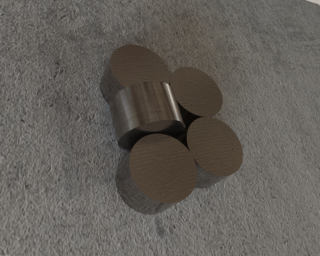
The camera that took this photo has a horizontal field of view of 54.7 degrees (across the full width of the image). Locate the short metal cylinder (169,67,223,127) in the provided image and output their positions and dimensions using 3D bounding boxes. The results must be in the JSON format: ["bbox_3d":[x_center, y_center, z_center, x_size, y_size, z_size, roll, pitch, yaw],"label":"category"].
[{"bbox_3d":[0.039,-0.038,0.433,0.081,0.050,0.080,13,57,-21],"label":"short metal cylinder"}]

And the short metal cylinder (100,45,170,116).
[{"bbox_3d":[-0.034,-0.062,0.409,0.081,0.050,0.080,13,57,-20],"label":"short metal cylinder"}]

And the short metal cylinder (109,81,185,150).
[{"bbox_3d":[-0.016,-0.012,0.369,0.081,0.080,0.050,-3,64,-30],"label":"short metal cylinder"}]

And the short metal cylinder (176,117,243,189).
[{"bbox_3d":[0.058,0.032,0.400,0.081,0.050,0.080,13,57,-20],"label":"short metal cylinder"}]

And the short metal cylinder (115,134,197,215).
[{"bbox_3d":[-0.005,0.053,0.354,0.081,0.050,0.080,13,57,-20],"label":"short metal cylinder"}]
